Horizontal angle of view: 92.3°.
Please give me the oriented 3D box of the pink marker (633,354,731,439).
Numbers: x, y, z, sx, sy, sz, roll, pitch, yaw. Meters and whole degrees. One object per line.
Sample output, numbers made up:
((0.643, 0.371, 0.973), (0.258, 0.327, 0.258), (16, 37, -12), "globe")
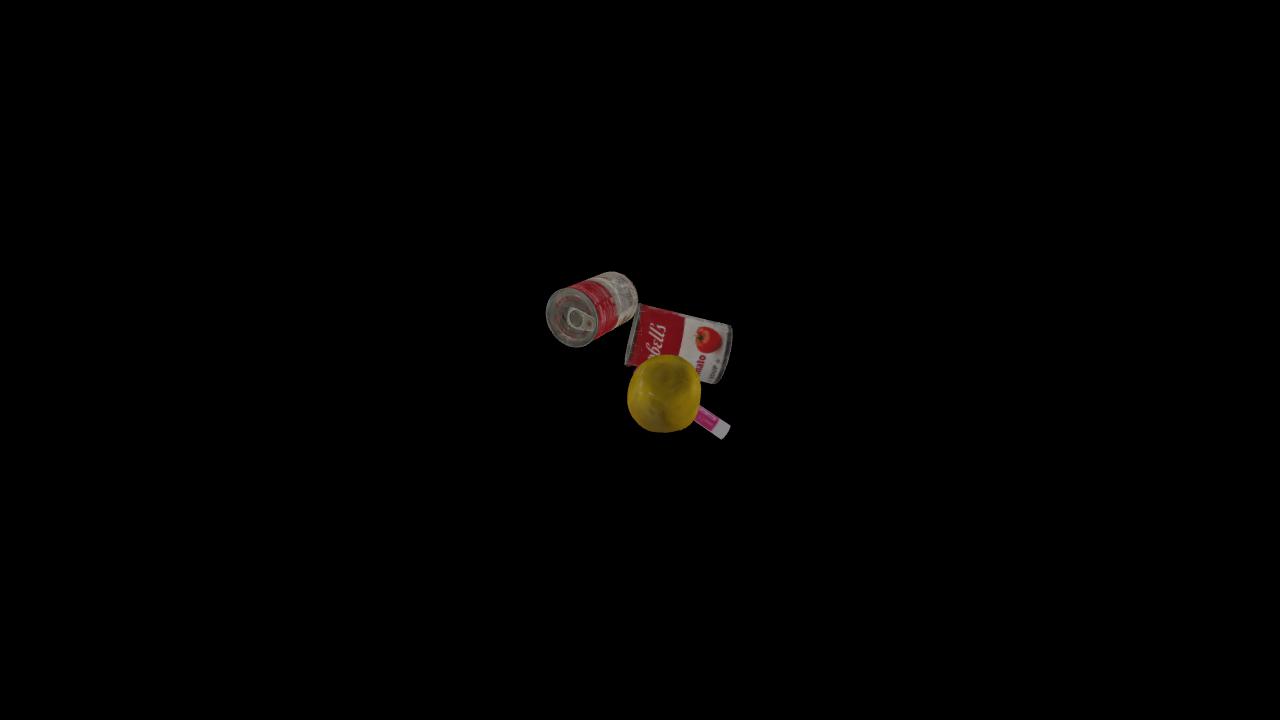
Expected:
((0.044, 0.045, 0.670), (0.121, 0.020, 0.020), (34, -1, -1), "pink marker")

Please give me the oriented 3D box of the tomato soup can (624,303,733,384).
((0.040, -0.016, 0.651), (0.101, 0.068, 0.068), (13, -1, -6), "tomato soup can")

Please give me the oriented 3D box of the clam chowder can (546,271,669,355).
((-0.052, -0.061, 0.711), (0.068, 0.068, 0.102), (0, 19, 28), "clam chowder can")

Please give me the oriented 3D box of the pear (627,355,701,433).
((0.025, 0.047, 0.632), (0.080, 0.080, 0.111), (0, -37, 3), "pear")
